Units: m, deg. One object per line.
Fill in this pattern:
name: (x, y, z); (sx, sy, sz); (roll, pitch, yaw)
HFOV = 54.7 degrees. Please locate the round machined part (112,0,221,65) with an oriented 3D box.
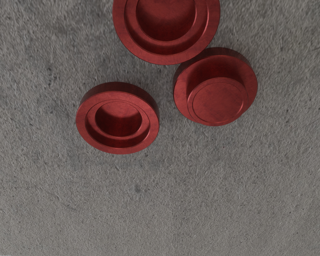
round machined part: (0.006, -0.114, 0.299); (0.099, 0.042, 0.097); (0, 130, 0)

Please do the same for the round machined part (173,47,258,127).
round machined part: (0.065, -0.040, 0.362); (0.099, 0.042, 0.097); (0, 130, 0)

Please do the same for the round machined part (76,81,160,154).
round machined part: (-0.050, -0.016, 0.382); (0.099, 0.042, 0.097); (0, 130, 0)
